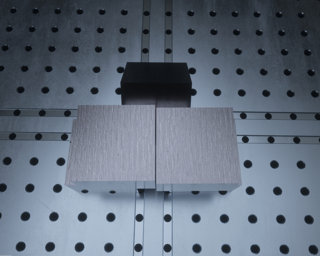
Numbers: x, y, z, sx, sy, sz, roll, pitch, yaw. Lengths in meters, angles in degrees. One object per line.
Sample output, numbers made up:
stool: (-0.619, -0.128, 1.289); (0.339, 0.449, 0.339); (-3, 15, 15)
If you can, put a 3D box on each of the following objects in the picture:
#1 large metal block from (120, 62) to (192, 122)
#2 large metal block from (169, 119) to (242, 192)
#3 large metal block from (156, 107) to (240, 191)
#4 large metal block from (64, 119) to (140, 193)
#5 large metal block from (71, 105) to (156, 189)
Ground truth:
large metal block: (-0.004, -0.048, 0.394); (0.081, 0.050, 0.080); (0, 28, -1)
large metal block: (0.051, 0.036, 0.385); (0.081, 0.050, 0.080); (-1, 70, -1)
large metal block: (0.036, 0.024, 0.335); (0.081, 0.050, 0.080); (0, 70, -1)
large metal block: (-0.066, 0.036, 0.385); (0.081, 0.050, 0.080); (1, 70, 0)
large metal block: (-0.045, 0.022, 0.334); (0.081, 0.050, 0.080); (0, 70, -1)
